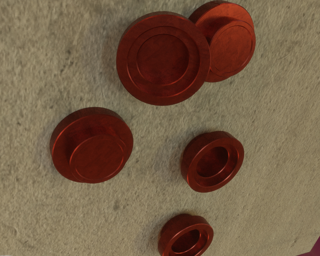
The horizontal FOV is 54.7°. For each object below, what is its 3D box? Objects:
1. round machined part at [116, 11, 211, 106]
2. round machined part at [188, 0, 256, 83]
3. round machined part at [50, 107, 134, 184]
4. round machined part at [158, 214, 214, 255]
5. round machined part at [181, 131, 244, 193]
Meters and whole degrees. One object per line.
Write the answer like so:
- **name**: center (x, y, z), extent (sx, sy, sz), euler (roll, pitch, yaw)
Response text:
- **round machined part**: center (0.003, -0.077, 0.338), extent (0.099, 0.042, 0.097), euler (-3, 120, -5)
- **round machined part**: center (0.076, -0.101, 0.377), extent (0.099, 0.042, 0.097), euler (-14, 125, -21)
- **round machined part**: center (-0.078, 0.028, 0.372), extent (0.099, 0.042, 0.097), euler (-14, 125, -21)
- **round machined part**: center (0.040, 0.188, 0.537), extent (0.099, 0.042, 0.097), euler (-14, 125, -21)
- **round machined part**: center (0.074, 0.046, 0.467), extent (0.099, 0.042, 0.097), euler (-14, 125, -21)
